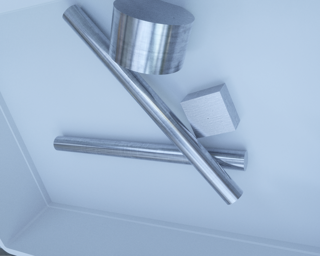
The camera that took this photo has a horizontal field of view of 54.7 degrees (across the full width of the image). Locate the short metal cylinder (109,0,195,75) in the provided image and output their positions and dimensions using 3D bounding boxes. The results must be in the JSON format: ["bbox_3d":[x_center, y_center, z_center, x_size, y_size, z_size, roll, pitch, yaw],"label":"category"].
[{"bbox_3d":[-0.010,-0.096,0.318,0.080,0.080,0.050,23,127,14],"label":"short metal cylinder"}]

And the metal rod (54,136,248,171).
[{"bbox_3d":[-0.030,0.033,0.443,0.301,0.025,0.025,3,120,26],"label":"metal rod"}]

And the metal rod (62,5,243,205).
[{"bbox_3d":[-0.009,-0.029,0.374,0.300,0.025,0.025,48,129,1],"label":"metal rod"}]

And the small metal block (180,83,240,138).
[{"bbox_3d":[0.060,-0.019,0.365,0.050,0.025,0.050,-14,112,33],"label":"small metal block"}]
